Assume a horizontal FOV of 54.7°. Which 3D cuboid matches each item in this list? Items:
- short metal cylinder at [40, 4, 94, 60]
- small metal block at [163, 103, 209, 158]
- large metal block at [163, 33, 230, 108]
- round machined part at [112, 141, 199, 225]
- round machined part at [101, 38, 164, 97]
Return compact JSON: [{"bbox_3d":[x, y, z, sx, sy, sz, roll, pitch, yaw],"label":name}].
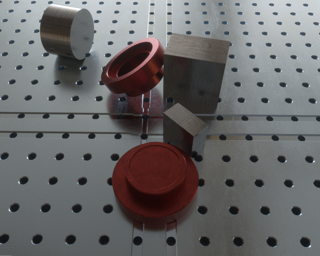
[{"bbox_3d":[-0.148,-0.155,0.501,0.050,0.080,0.080,13,51,10],"label":"short metal cylinder"},{"bbox_3d":[0.030,0.005,0.387,0.025,0.050,0.050,-36,59,-26],"label":"small metal block"},{"bbox_3d":[0.050,-0.081,0.440,0.080,0.080,0.050,11,51,9],"label":"large metal block"},{"bbox_3d":[-0.005,0.054,0.351,0.099,0.042,0.098,0,50,0],"label":"round machined part"},{"bbox_3d":[-0.033,-0.083,0.448,0.098,0.042,0.098,-23,37,19],"label":"round machined part"}]
